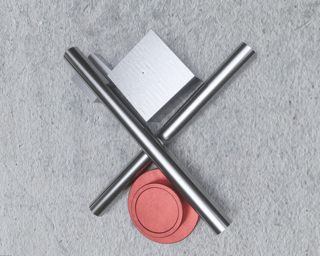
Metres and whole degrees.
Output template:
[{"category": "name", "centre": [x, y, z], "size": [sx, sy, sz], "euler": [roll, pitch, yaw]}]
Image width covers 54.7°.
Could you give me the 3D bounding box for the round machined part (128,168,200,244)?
[{"category": "round machined part", "centre": [0.003, 0.101, 0.399], "size": [0.098, 0.042, 0.097], "euler": [0, 90, 19]}]

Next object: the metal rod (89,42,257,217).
[{"category": "metal rod", "centre": [0.009, 0.010, 0.408], "size": [0.025, 0.025, 0.299], "euler": [46, 104, 14]}]

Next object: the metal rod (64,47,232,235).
[{"category": "metal rod", "centre": [-0.024, 0.007, 0.391], "size": [0.025, 0.025, 0.300], "euler": [-45, 77, 14]}]

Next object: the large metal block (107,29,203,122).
[{"category": "large metal block", "centre": [-0.005, -0.064, 0.399], "size": [0.080, 0.050, 0.080], "euler": [-43, 77, 14]}]

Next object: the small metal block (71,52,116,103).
[{"category": "small metal block", "centre": [-0.089, -0.071, 0.442], "size": [0.050, 0.025, 0.050], "euler": [45, 103, 14]}]
